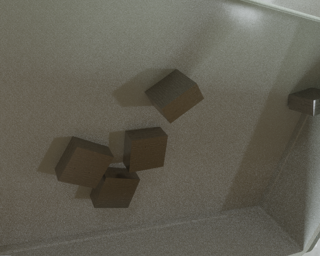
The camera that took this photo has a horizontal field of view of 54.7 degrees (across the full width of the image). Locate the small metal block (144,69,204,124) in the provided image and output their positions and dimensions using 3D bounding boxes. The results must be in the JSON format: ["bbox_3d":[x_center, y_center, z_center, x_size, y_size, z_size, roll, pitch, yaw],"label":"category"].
[{"bbox_3d":[0.016,-0.040,0.377,0.050,0.050,0.025,-37,129,-4],"label":"small metal block"}]

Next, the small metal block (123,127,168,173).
[{"bbox_3d":[-0.020,0.029,0.415,0.050,0.025,0.050,-7,122,-25],"label":"small metal block"}]

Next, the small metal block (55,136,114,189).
[{"bbox_3d":[-0.094,0.044,0.384,0.050,0.025,0.050,22,107,-36],"label":"small metal block"}]

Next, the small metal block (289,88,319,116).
[{"bbox_3d":[0.244,-0.043,0.496,0.050,0.050,0.025,-16,112,-18],"label":"small metal block"}]

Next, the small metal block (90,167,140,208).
[{"bbox_3d":[-0.062,0.082,0.425,0.050,0.025,0.050,10,114,-33],"label":"small metal block"}]
